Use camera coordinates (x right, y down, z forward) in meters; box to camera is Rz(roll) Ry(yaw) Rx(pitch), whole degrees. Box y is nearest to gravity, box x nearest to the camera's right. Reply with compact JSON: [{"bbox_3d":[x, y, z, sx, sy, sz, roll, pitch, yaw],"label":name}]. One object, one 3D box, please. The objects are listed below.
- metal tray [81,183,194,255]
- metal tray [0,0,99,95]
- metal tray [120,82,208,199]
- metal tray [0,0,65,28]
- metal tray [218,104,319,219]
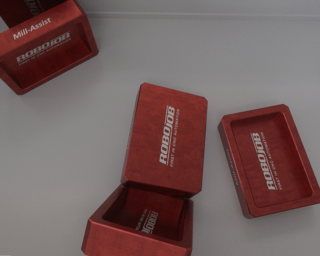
[{"bbox_3d":[-0.013,0.096,0.318,0.090,0.130,0.030,15,96,5],"label":"metal tray"},{"bbox_3d":[-0.153,-0.104,0.411,0.131,0.090,0.030,-32,73,-11],"label":"metal tray"},{"bbox_3d":[0.008,0.014,0.384,0.091,0.030,0.130,13,64,-10],"label":"metal tray"},{"bbox_3d":[-0.165,-0.165,0.413,0.091,0.130,0.030,-19,71,-7],"label":"metal tray"},{"bbox_3d":[0.135,0.040,0.392,0.091,0.030,0.130,-11,70,-4],"label":"metal tray"}]
